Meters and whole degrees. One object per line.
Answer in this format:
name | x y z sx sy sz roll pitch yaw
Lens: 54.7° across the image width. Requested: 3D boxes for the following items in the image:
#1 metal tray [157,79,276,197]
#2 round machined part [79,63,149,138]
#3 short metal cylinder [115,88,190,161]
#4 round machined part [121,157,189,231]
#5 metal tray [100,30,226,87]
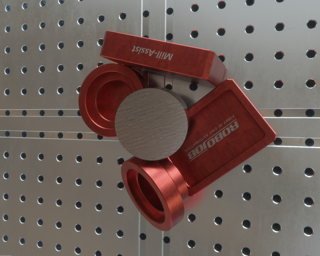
metal tray | 0.064 0.013 0.386 0.130 0.030 0.090 -38 78 15
round machined part | -0.057 -0.036 0.423 0.098 0.042 0.097 0 90 19
short metal cylinder | -0.007 -0.007 0.361 0.080 0.050 0.079 1 99 7
round machined part | -0.003 0.074 0.385 0.098 0.042 0.097 37 143 35
metal tray | 0.007 -0.081 0.375 0.130 0.090 0.030 16 96 19
